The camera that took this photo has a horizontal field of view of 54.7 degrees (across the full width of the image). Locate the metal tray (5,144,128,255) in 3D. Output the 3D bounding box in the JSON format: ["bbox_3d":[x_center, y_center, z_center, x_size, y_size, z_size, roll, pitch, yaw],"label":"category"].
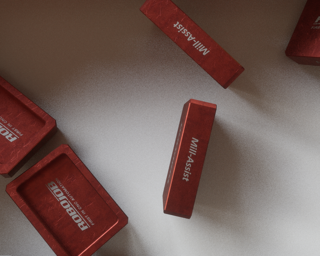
[{"bbox_3d":[-0.114,0.097,0.391,0.090,0.030,0.130,-39,86,-15],"label":"metal tray"}]

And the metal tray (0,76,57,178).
[{"bbox_3d":[-0.209,-0.011,0.389,0.130,0.030,0.090,39,67,-1],"label":"metal tray"}]

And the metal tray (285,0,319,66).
[{"bbox_3d":[0.221,-0.117,0.360,0.030,0.130,0.090,20,95,-30],"label":"metal tray"}]

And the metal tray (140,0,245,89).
[{"bbox_3d":[0.041,-0.105,0.377,0.130,0.090,0.030,43,105,-1],"label":"metal tray"}]

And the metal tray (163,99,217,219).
[{"bbox_3d":[0.033,0.034,0.379,0.030,0.090,0.129,13,90,0],"label":"metal tray"}]
